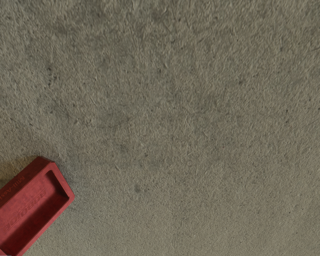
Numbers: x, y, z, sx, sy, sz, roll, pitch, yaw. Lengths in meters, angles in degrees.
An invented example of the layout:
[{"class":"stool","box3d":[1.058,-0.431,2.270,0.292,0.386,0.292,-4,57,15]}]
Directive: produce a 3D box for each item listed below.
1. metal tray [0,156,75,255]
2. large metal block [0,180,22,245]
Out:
[{"class":"metal tray","box3d":[-0.189,0.115,0.437,0.030,0.131,0.090,16,138,31]},{"class":"large metal block","box3d":[-0.235,0.137,0.480,0.050,0.080,0.080,-6,131,18]}]
